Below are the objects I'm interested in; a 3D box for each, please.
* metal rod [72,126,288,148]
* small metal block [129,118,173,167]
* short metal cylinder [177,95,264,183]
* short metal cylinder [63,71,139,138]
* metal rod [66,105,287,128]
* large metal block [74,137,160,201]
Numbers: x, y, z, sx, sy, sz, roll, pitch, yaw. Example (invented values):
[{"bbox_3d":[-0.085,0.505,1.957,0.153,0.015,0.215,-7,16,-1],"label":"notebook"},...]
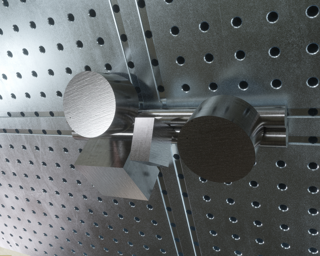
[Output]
[{"bbox_3d":[0.006,0.008,0.409,0.300,0.025,0.025,1,119,27],"label":"metal rod"},{"bbox_3d":[-0.009,0.018,0.370,0.025,0.050,0.050,1,77,28],"label":"small metal block"},{"bbox_3d":[0.065,0.011,0.331,0.080,0.050,0.079,13,124,21],"label":"short metal cylinder"},{"bbox_3d":[-0.074,-0.030,0.393,0.080,0.050,0.079,3,96,27],"label":"short metal cylinder"},{"bbox_3d":[0.000,-0.014,0.398,0.300,0.025,0.025,1,119,27],"label":"metal rod"},{"bbox_3d":[-0.058,0.057,0.439,0.080,0.050,0.080,-1,138,28],"label":"large metal block"}]
